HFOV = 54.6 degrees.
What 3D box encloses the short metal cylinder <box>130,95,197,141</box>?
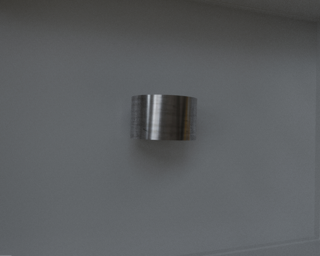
[{"bbox_3d":[0.005,-0.011,0.380,0.081,0.080,0.050,2,90,-20],"label":"short metal cylinder"}]
